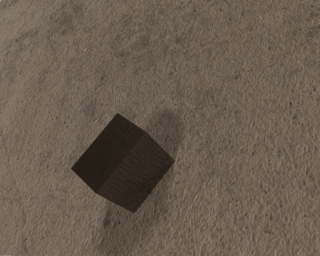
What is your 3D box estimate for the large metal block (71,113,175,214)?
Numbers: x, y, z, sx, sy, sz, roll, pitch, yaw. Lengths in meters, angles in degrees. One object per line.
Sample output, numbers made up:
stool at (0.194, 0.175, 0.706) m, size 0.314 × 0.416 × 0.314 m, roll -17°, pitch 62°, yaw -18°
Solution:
large metal block at (-0.040, 0.043, 0.362) m, size 0.050 × 0.080 × 0.080 m, roll 32°, pitch 79°, yaw 37°
